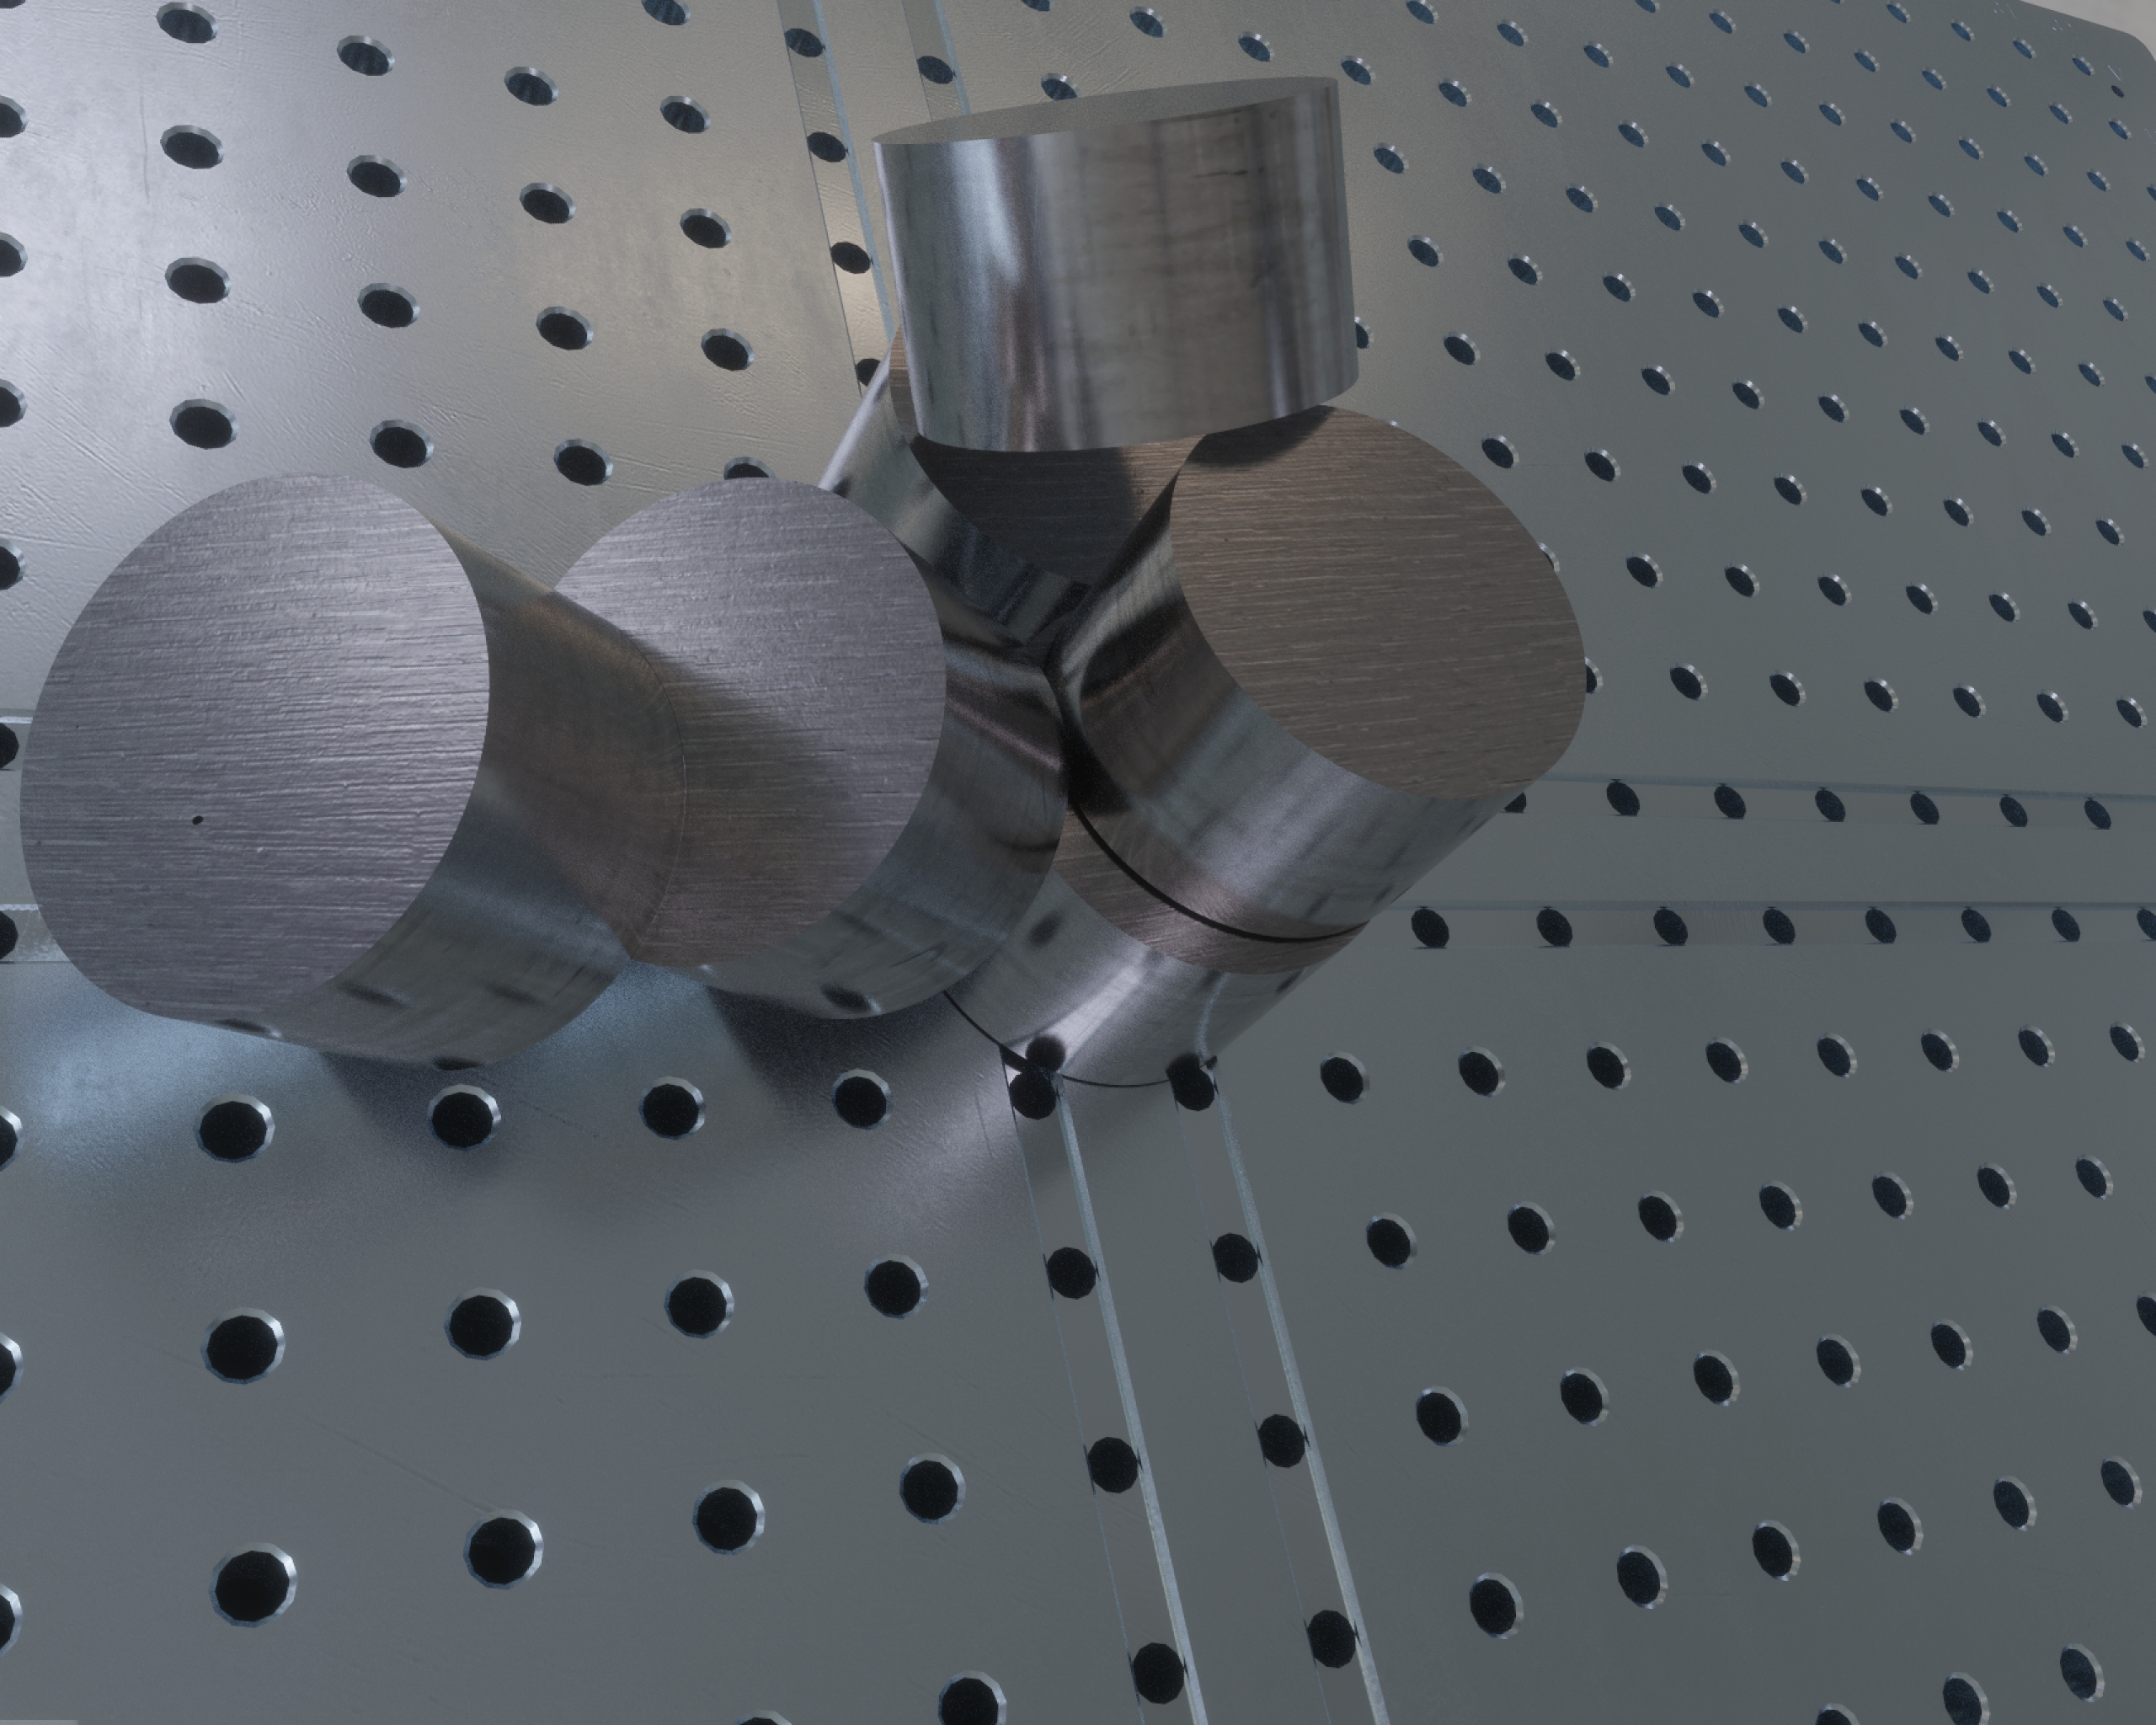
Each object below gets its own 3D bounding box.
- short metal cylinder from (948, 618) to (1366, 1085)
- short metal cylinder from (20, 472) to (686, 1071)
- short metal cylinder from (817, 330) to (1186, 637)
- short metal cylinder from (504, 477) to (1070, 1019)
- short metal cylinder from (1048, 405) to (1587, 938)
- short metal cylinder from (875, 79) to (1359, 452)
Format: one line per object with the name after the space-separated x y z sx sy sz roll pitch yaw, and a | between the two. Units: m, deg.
0.013 -0.004 0.400 0.081 0.050 0.080 14 56 -21 | short metal cylinder
-0.107 -0.012 0.314 0.050 0.080 0.080 34 33 -65 | short metal cylinder
-0.010 -0.075 0.432 0.081 0.050 0.080 13 56 -21 | short metal cylinder
-0.048 -0.017 0.348 0.050 0.080 0.080 33 34 -65 | short metal cylinder
0.041 -0.033 0.368 0.081 0.050 0.080 13 56 -21 | short metal cylinder
0.008 -0.107 0.369 0.081 0.080 0.050 -27 120 -37 | short metal cylinder
